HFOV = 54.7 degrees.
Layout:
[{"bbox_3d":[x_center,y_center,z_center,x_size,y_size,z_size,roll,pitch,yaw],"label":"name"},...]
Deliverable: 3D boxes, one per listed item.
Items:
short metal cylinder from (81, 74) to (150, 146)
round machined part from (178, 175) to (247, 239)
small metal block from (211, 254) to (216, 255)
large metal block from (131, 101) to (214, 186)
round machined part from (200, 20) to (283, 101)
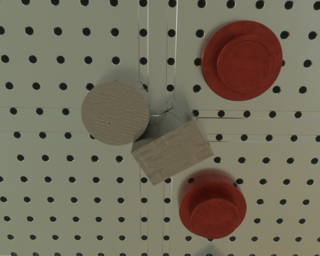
[{"bbox_3d":[-0.053,-0.024,0.390,0.081,0.050,0.079,0,110,-1],"label":"short metal cylinder"},{"bbox_3d":[0.077,0.120,0.449,0.099,0.042,0.097,0,110,0],"label":"round machined part"},{"bbox_3d":[0.085,0.241,0.503,0.050,0.025,0.050,-39,106,13],"label":"small metal block"},{"bbox_3d":[0.014,0.016,0.390,0.080,0.080,0.050,-29,108,10],"label":"large metal block"},{"bbox_3d":[0.100,-0.079,0.376,0.099,0.042,0.097,0,110,0],"label":"round machined part"}]
